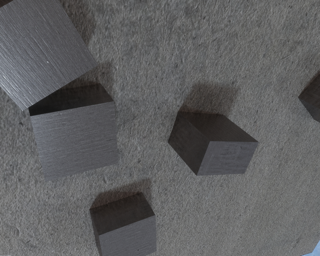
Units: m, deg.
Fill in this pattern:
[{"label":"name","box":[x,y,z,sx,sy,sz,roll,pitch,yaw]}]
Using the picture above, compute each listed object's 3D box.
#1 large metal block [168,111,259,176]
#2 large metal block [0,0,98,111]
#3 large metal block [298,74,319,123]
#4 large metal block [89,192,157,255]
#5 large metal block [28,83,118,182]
[{"label":"large metal block","box":[0.070,0.020,0.421,0.081,0.080,0.050,3,117,-30]},{"label":"large metal block","box":[-0.117,-0.076,0.280,0.080,0.050,0.080,-33,129,-7]},{"label":"large metal block","box":[0.293,-0.052,0.518,0.080,0.050,0.080,-50,129,7]},{"label":"large metal block","box":[-0.053,0.152,0.456,0.081,0.050,0.079,-14,125,-20]},{"label":"large metal block","box":[-0.094,0.003,0.341,0.081,0.050,0.079,-13,124,-22]}]
